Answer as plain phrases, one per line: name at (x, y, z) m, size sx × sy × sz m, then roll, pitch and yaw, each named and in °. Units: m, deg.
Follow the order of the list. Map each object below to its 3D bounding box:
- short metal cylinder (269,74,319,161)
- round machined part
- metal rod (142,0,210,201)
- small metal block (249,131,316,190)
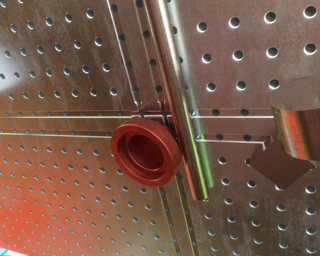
short metal cylinder at (0.150, -0.013, 0.289) m, size 0.080 × 0.080 × 0.050 m, roll -10°, pitch 113°, yaw 32°
round machined part at (-0.014, 0.028, 0.419) m, size 0.098 × 0.042 × 0.097 m, roll 17°, pitch 128°, yaw 25°
metal rod at (0.022, -0.036, 0.376) m, size 0.025 × 0.025 × 0.298 m, roll -1°, pitch 118°, yaw 28°
small metal block at (0.141, 0.036, 0.359) m, size 0.050 × 0.025 × 0.050 m, roll 36°, pitch 129°, yaw 3°
